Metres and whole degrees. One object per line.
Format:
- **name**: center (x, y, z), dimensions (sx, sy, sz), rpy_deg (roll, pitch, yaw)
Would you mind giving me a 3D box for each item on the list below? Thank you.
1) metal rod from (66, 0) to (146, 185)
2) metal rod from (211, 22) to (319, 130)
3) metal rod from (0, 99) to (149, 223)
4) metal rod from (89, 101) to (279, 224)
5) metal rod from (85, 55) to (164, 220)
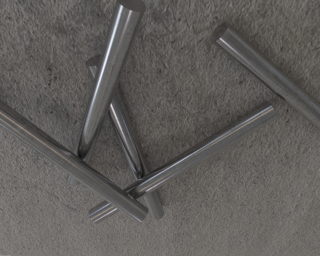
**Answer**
- **metal rod**: center (-0.077, -0.014, 0.365), dimensions (0.025, 0.025, 0.298), rpy_deg (16, 137, -14)
- **metal rod**: center (0.180, -0.029, 0.383), dimensions (0.301, 0.025, 0.025), rpy_deg (31, 123, -24)
- **metal rod**: center (-0.135, 0.029, 0.392), dimensions (0.300, 0.025, 0.025), rpy_deg (40, 120, -16)
- **metal rod**: center (0.022, 0.055, 0.429), dimensions (0.300, 0.025, 0.025), rpy_deg (-33, 123, 16)
- **metal rod**: center (-0.038, 0.036, 0.437), dimensions (0.025, 0.025, 0.299), rpy_deg (-10, 130, 8)
